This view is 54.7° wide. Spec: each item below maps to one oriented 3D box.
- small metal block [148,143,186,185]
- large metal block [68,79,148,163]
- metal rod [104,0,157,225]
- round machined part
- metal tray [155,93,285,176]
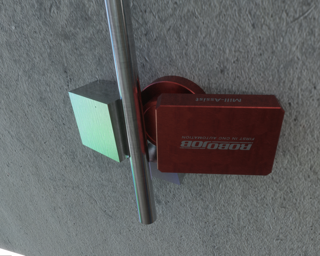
[{"bbox_3d":[0.007,0.050,0.423,0.050,0.025,0.050,15,150,20],"label":"small metal block"},{"bbox_3d":[-0.067,-0.012,0.405,0.080,0.050,0.079,19,128,39],"label":"large metal block"},{"bbox_3d":[-0.030,-0.006,0.366,0.025,0.025,0.298,7,120,24],"label":"metal rod"},{"bbox_3d":[0.013,-0.011,0.383,0.098,0.042,0.097,13,124,21],"label":"round machined part"},{"bbox_3d":[0.062,0.008,0.349,0.131,0.030,0.089,1,122,4],"label":"metal tray"}]
